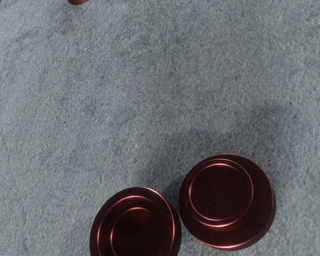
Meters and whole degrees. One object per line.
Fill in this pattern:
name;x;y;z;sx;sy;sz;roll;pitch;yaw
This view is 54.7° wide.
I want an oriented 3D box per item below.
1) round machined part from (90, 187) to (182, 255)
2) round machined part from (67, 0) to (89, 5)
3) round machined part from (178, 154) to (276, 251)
round machined part;-0.022;0.116;0.332;0.098;0.042;0.098;-13;56;20
round machined part;-0.174;-0.321;0.678;0.098;0.042;0.098;-13;56;20
round machined part;0.064;0.071;0.316;0.098;0.042;0.098;-13;56;20
